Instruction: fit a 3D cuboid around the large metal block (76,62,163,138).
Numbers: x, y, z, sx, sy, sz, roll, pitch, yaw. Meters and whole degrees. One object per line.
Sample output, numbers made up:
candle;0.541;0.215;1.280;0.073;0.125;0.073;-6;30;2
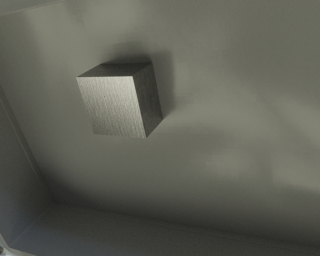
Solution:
large metal block;-0.049;-0.036;0.396;0.080;0.050;0.080;4;120;26
